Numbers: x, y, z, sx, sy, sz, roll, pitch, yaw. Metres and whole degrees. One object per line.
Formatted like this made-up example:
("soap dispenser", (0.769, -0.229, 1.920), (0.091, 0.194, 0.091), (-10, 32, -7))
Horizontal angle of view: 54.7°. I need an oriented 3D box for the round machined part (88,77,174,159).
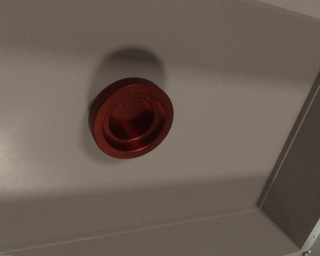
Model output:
("round machined part", (-0.037, -0.015, 0.370), (0.099, 0.042, 0.097), (-14, 125, -21))
